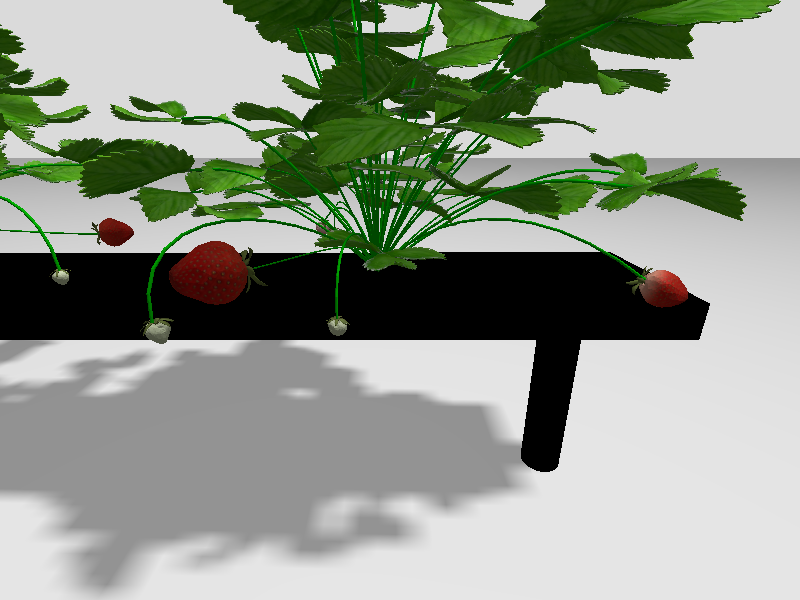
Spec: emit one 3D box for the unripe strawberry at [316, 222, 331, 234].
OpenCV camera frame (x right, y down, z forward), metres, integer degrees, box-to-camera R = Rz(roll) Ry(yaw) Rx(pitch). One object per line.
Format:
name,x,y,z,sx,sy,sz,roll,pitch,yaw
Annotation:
unripe strawberry,-0.096,-0.090,0.504,0.019,0.017,0.017,-10,-34,-25

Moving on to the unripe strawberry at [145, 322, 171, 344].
unripe strawberry,-0.139,0.019,0.230,0.015,0.013,0.013,17,27,37

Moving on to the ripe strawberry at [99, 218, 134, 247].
ripe strawberry,-0.322,-0.077,0.456,0.032,0.031,0.030,-14,25,-32

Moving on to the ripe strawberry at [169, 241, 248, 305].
ripe strawberry,-0.135,-0.019,0.284,0.049,0.042,0.049,-15,26,-31

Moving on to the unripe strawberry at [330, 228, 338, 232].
unripe strawberry,-0.078,-0.080,0.477,0.011,0.011,0.010,-10,23,-23

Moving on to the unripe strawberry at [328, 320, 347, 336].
unripe strawberry,-0.035,0.015,0.224,0.011,0.010,0.010,2,21,5

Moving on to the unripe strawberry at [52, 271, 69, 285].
unripe strawberry,-0.260,-0.017,0.307,0.010,0.011,0.011,6,22,14

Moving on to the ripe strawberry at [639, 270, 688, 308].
ripe strawberry,0.184,-0.008,0.280,0.030,0.025,0.030,26,28,13
